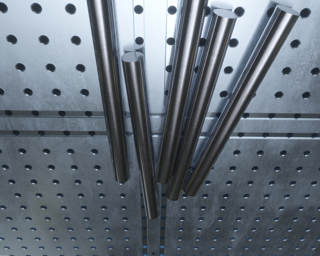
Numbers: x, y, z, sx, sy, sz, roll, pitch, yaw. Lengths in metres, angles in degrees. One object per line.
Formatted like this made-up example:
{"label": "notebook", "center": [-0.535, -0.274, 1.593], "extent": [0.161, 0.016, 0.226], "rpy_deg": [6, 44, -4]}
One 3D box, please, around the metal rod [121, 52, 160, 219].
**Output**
{"label": "metal rod", "center": [-0.021, 0.034, 0.440], "extent": [0.025, 0.025, 0.298], "rpy_deg": [-3, 130, 2]}

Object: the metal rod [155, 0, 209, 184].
{"label": "metal rod", "center": [0.022, -0.042, 0.370], "extent": [0.025, 0.025, 0.298], "rpy_deg": [5, 128, -5]}

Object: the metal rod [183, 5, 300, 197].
{"label": "metal rod", "center": [0.089, -0.010, 0.404], "extent": [0.025, 0.025, 0.298], "rpy_deg": [12, 129, -10]}

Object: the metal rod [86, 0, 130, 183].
{"label": "metal rod", "center": [-0.059, -0.039, 0.377], "extent": [0.025, 0.025, 0.298], "rpy_deg": [-1, 130, 0]}

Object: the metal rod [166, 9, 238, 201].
{"label": "metal rod", "center": [0.044, -0.004, 0.409], "extent": [0.025, 0.025, 0.298], "rpy_deg": [6, 130, -6]}
